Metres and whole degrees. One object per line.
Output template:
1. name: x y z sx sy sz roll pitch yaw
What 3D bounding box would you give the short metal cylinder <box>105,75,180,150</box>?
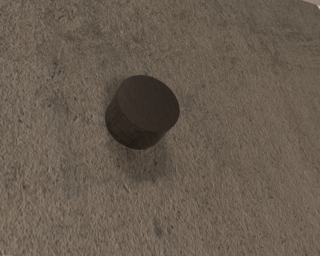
1. short metal cylinder: -0.023 -0.019 0.389 0.081 0.050 0.080 14 56 -21
